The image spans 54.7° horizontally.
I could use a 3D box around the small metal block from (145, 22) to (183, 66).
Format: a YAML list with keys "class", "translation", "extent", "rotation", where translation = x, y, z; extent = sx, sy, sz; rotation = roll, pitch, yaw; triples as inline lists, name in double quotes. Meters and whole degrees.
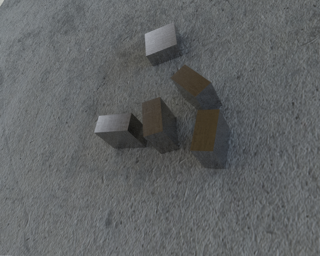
- class: "small metal block"
  translation: [0.005, -0.130, 0.481]
  extent: [0.050, 0.025, 0.050]
  rotation: [-17, 55, 18]

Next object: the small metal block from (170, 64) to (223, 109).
- class: "small metal block"
  translation: [0.047, -0.046, 0.392]
  extent: [0.025, 0.050, 0.050]
  rotation: [-44, 51, -2]

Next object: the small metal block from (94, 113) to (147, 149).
- class: "small metal block"
  translation: [-0.049, 0.005, 0.411]
  extent: [0.050, 0.050, 0.025]
  rotation: [-4, 60, 26]

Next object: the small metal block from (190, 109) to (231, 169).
- class: "small metal block"
  translation: [0.059, 0.013, 0.349]
  extent: [0.025, 0.050, 0.050]
  rotation: [-1, 61, 28]

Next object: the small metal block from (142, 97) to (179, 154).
- class: "small metal block"
  translation: [0.001, -0.002, 0.389]
  extent: [0.025, 0.050, 0.050]
  rotation: [-17, 55, 19]
